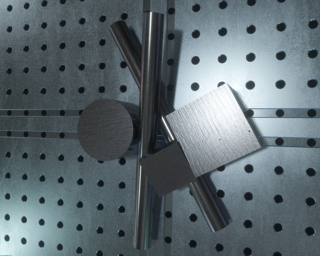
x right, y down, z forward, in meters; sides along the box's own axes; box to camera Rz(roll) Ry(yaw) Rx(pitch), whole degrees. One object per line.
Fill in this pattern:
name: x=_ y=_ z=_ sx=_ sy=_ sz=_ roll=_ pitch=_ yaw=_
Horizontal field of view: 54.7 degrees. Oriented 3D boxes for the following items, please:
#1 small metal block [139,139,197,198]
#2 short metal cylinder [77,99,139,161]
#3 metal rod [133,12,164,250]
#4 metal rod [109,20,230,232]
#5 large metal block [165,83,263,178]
small metal block: x=0.010 y=0.047 z=0.371 sx=0.050 sy=0.025 sz=0.050 roll=-28 pitch=96 yaw=9
short metal cylinder: x=-0.062 y=0.002 z=0.417 sx=0.080 sy=0.050 sz=0.079 roll=0 pitch=90 yaw=19
metal rod: x=-0.016 y=0.011 z=0.393 sx=0.025 sy=0.025 sz=0.298 roll=7 pitch=100 yaw=20
metal rod: x=0.008 y=-0.009 z=0.406 sx=0.025 sy=0.025 sz=0.299 roll=-30 pitch=81 yaw=17
large metal block: x=0.066 y=0.003 z=0.371 sx=0.080 sy=0.050 sz=0.080 roll=-29 pitch=81 yaw=17
